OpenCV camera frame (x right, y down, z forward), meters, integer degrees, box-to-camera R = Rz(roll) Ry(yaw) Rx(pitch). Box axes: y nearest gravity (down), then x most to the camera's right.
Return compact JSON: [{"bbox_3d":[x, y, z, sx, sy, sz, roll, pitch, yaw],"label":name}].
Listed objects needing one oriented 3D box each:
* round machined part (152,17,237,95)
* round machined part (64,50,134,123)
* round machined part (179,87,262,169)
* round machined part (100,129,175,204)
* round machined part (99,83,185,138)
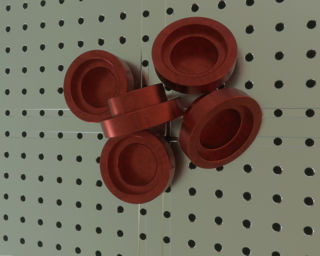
[{"bbox_3d":[0.042,-0.082,0.375,0.099,0.042,0.098,-3,66,7],"label":"round machined part"},{"bbox_3d":[-0.080,-0.055,0.431,0.098,0.042,0.097,0,90,19],"label":"round machined part"},{"bbox_3d":[0.065,-0.004,0.359,0.098,0.098,0.042,-52,42,12],"label":"round machined part"},{"bbox_3d":[-0.026,0.048,0.412,0.098,0.042,0.097,0,90,20],"label":"round machined part"},{"bbox_3d":[-0.024,-0.023,0.364,0.098,0.098,0.042,-15,97,19],"label":"round machined part"}]
